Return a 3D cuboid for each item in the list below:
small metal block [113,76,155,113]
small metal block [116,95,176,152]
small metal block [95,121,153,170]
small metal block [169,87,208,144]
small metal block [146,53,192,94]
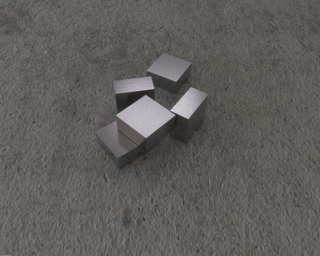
[{"bbox_3d":[-0.034,-0.040,0.420,0.050,0.050,0.025,-8,51,-7],"label":"small metal block"},{"bbox_3d":[-0.017,-0.007,0.377,0.050,0.025,0.050,36,56,25],"label":"small metal block"},{"bbox_3d":[-0.045,0.016,0.389,0.050,0.025,0.050,-31,57,-23],"label":"small metal block"},{"bbox_3d":[0.037,-0.016,0.400,0.025,0.050,0.050,27,55,21],"label":"small metal block"},{"bbox_3d":[0.014,-0.084,0.474,0.050,0.025,0.050,24,54,18],"label":"small metal block"}]
